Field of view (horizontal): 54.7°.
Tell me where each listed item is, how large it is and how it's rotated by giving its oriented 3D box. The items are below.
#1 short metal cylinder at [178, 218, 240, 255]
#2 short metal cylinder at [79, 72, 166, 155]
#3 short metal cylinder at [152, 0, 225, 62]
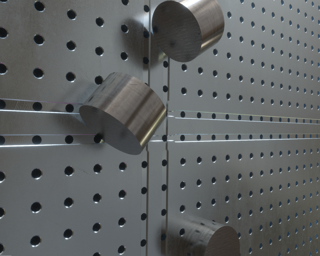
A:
[{"bbox_3d":[0.073,0.179,0.457,0.081,0.050,0.079,0,90,-40],"label":"short metal cylinder"},{"bbox_3d":[-0.040,-0.015,0.341,0.080,0.080,0.050,50,61,-29],"label":"short metal cylinder"},{"bbox_3d":[0.036,-0.133,0.405,0.050,0.080,0.080,-39,115,-33],"label":"short metal cylinder"}]
